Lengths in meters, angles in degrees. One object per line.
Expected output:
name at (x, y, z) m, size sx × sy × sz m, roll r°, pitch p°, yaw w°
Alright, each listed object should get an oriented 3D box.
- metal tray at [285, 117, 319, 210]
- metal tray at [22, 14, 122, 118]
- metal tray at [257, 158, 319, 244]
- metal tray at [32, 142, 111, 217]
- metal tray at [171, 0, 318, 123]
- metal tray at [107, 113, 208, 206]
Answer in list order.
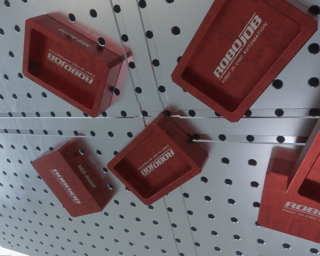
metal tray at (0.186, 0.028, 0.287) m, size 0.090 × 0.030 × 0.129 m, roll 21°, pitch 126°, yaw 15°
metal tray at (-0.124, -0.083, 0.422) m, size 0.130 × 0.030 × 0.089 m, roll 31°, pitch 128°, yaw 8°
metal tray at (0.189, 0.093, 0.366) m, size 0.130 × 0.030 × 0.089 m, roll 12°, pitch 124°, yaw 22°
metal tray at (-0.158, 0.095, 0.551) m, size 0.090 × 0.030 × 0.130 m, roll -22°, pitch 107°, yaw 36°
metal tray at (0.080, -0.078, 0.317) m, size 0.090 × 0.030 × 0.129 m, roll 36°, pitch 129°, yaw 4°
metal tray at (-0.008, 0.049, 0.442) m, size 0.090 × 0.030 × 0.129 m, roll 45°, pitch 129°, yaw -4°
